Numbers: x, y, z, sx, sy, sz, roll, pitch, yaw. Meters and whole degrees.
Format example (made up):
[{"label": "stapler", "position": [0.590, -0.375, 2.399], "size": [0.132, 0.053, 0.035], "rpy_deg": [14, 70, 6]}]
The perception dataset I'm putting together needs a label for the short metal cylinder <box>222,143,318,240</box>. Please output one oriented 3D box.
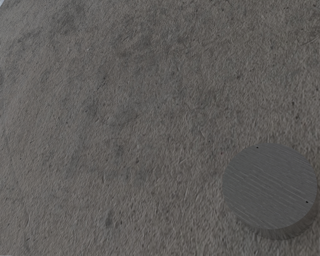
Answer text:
[{"label": "short metal cylinder", "position": [0.106, 0.061, 0.295], "size": [0.080, 0.050, 0.080], "rpy_deg": [-13, 56, 21]}]
